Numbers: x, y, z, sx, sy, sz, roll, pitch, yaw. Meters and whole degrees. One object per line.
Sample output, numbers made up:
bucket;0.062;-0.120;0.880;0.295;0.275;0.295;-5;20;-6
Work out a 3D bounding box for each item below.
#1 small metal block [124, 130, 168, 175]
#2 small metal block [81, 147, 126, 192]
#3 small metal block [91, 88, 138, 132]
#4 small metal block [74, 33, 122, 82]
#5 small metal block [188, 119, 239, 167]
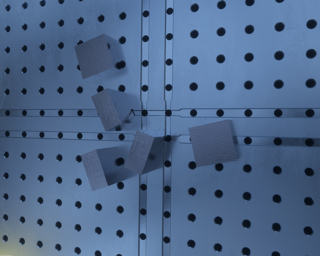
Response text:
small metal block;-0.017;0.030;0.405;0.025;0.050;0.050;21;97;18
small metal block;-0.077;0.055;0.425;0.025;0.050;0.050;-22;83;18
small metal block;-0.060;-0.023;0.420;0.025;0.050;0.050;-26;82;18
small metal block;-0.088;-0.099;0.443;0.050;0.025;0.050;-17;84;18
small metal block;0.068;0.019;0.388;0.050;0.025;0.050;-13;86;19
